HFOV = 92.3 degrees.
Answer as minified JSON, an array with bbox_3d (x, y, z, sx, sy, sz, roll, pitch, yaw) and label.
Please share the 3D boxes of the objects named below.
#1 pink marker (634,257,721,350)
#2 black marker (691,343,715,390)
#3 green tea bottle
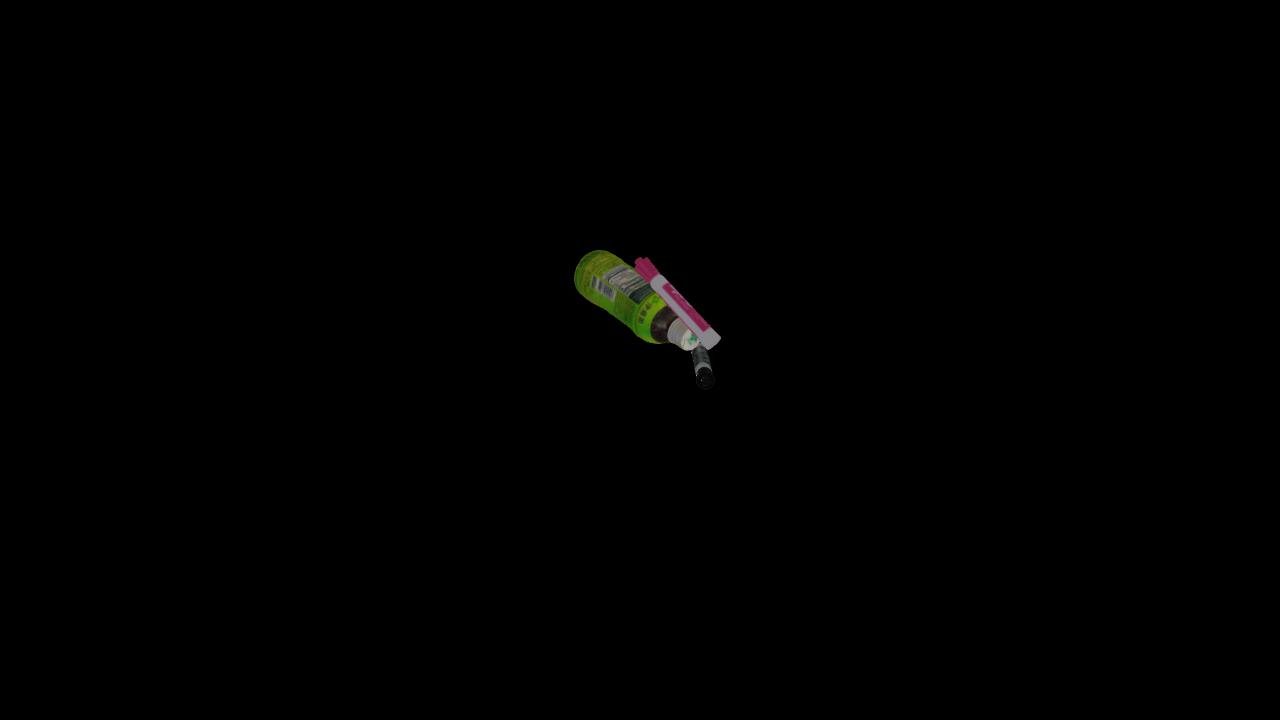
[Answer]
[{"bbox_3d":[0.036,-0.060,0.632,0.020,0.121,0.020,-39,-11,-9],"label":"pink marker"},{"bbox_3d":[0.067,0.006,0.657,0.020,0.020,0.121,0,16,2],"label":"black marker"},{"bbox_3d":[-0.003,-0.069,0.746,0.073,0.073,0.212,0,27,-37],"label":"green tea bottle"}]
